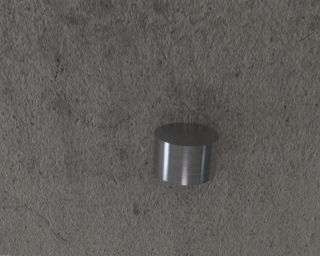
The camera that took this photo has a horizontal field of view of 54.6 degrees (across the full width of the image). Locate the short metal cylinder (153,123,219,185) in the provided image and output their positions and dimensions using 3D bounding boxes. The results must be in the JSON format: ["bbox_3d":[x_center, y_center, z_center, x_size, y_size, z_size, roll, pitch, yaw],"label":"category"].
[{"bbox_3d":[0.032,0.030,0.392,0.080,0.080,0.050,2,110,-1],"label":"short metal cylinder"}]
